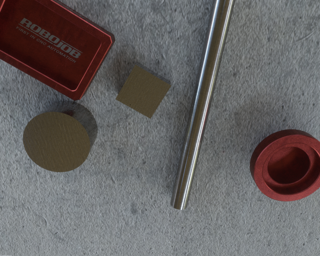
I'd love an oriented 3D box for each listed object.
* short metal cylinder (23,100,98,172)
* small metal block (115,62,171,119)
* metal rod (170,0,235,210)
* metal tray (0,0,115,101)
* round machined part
[{"bbox_3d":[-0.125,0.010,0.398,0.081,0.050,0.079,0,110,-1],"label":"short metal cylinder"},{"bbox_3d":[-0.021,-0.048,0.392,0.050,0.025,0.050,29,107,-11],"label":"small metal block"},{"bbox_3d":[0.052,-0.026,0.400,0.025,0.025,0.298,9,110,-4],"label":"metal rod"},{"bbox_3d":[-0.132,-0.103,0.367,0.131,0.030,0.090,30,107,-11],"label":"metal tray"},{"bbox_3d":[0.171,0.047,0.421,0.099,0.042,0.097,0,110,-1],"label":"round machined part"}]
